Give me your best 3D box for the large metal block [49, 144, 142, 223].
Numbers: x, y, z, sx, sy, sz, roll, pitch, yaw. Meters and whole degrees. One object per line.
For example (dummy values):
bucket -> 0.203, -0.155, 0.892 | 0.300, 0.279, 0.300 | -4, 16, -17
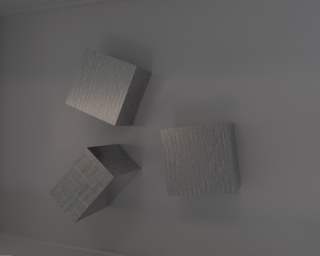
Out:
large metal block -> -0.082, 0.069, 0.410 | 0.050, 0.080, 0.080 | 45, 104, 14

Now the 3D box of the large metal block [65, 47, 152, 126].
large metal block -> -0.069, -0.055, 0.422 | 0.080, 0.050, 0.080 | 23, 98, 18

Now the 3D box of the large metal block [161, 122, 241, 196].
large metal block -> 0.051, 0.037, 0.379 | 0.080, 0.050, 0.080 | -7, 88, 20
